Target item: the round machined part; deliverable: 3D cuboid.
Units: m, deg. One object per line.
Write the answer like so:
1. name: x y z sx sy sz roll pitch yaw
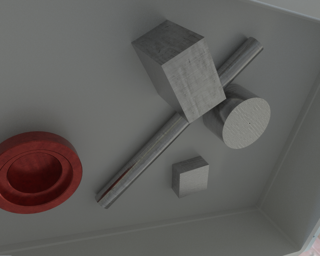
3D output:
1. round machined part: -0.142 0.045 0.349 0.099 0.042 0.097 -14 125 -21

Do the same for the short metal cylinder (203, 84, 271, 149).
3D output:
1. short metal cylinder: 0.109 -0.017 0.444 0.081 0.050 0.079 -14 125 -21

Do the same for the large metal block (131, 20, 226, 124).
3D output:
1. large metal block: 0.020 -0.064 0.346 0.050 0.080 0.080 -35 129 -6

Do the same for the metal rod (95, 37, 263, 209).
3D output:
1. metal rod: 0.023 -0.005 0.420 0.300 0.025 0.025 -46 130 3

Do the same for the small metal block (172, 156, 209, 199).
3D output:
1. small metal block: 0.047 0.076 0.484 0.050 0.025 0.050 -14 125 -21
